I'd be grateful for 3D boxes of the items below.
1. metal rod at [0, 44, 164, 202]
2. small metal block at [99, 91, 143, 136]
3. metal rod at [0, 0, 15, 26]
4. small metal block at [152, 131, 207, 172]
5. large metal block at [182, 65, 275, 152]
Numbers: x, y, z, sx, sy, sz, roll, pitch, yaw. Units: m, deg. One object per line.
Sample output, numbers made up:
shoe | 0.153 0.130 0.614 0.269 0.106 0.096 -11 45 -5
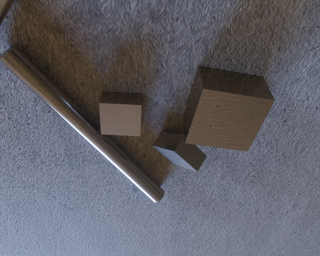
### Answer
metal rod | -0.084 0.013 0.417 0.025 0.025 0.300 -26 126 20
small metal block | -0.049 -0.017 0.392 0.050 0.025 0.050 3 130 -3
metal rod | -0.234 -0.056 0.355 0.025 0.025 0.299 34 122 -26
small metal block | 0.026 0.031 0.416 0.050 0.025 0.050 42 162 -30
large metal block | 0.077 -0.022 0.374 0.081 0.050 0.079 8 130 -7
